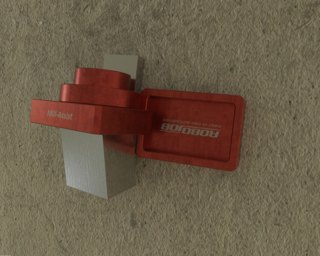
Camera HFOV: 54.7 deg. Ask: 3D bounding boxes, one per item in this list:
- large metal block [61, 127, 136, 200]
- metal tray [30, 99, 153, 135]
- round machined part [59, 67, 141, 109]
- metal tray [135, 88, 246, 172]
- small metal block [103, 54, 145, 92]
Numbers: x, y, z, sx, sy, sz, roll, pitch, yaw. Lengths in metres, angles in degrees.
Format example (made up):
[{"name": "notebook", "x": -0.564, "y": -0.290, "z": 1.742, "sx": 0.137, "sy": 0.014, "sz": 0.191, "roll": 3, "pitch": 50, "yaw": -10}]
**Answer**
[{"name": "large metal block", "x": -0.080, "y": 0.038, "z": 0.404, "sx": 0.080, "sy": 0.050, "sz": 0.079, "roll": 7, "pitch": 106, "yaw": 37}, {"name": "metal tray", "x": -0.086, "y": -0.014, "z": 0.387, "sx": 0.130, "sy": 0.091, "sz": 0.030, "roll": 8, "pitch": 94, "yaw": 38}, {"name": "round machined part", "x": -0.072, "y": -0.048, "z": 0.384, "sx": 0.098, "sy": 0.098, "sz": 0.042, "roll": 7, "pitch": 92, "yaw": 19}, {"name": "metal tray", "x": 0.037, "y": 0.000, "z": 0.394, "sx": 0.130, "sy": 0.030, "sz": 0.089, "roll": 7, "pitch": 92, "yaw": 19}, {"name": "small metal block", "x": -0.051, "y": -0.074, "z": 0.428, "sx": 0.050, "sy": 0.025, "sz": 0.050, "roll": 7, "pitch": 92, "yaw": 19}]
